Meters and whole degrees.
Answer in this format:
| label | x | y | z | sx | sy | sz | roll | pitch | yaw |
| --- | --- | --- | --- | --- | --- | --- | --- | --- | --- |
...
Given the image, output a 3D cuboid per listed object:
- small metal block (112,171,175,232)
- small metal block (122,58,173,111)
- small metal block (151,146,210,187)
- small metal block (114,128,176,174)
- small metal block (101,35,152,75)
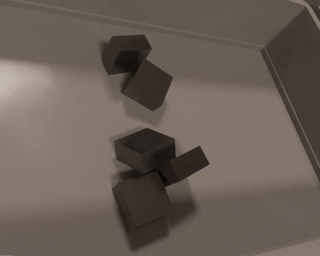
| label | x | y | z | sx | sy | sz | roll | pitch | yaw |
| --- | --- | --- | --- | --- | --- | --- | --- | --- | --- |
| small metal block | -0.019 | 0.081 | 0.347 | 0.050 | 0.025 | 0.050 | -12 | 68 | -33 |
| small metal block | -0.016 | -0.059 | 0.426 | 0.050 | 0.025 | 0.050 | 31 | 61 | -18 |
| small metal block | 0.022 | 0.048 | 0.372 | 0.050 | 0.050 | 0.025 | -22 | 82 | -36 |
| small metal block | -0.017 | 0.025 | 0.364 | 0.050 | 0.025 | 0.050 | -22 | 29 | -36 |
| small metal block | -0.047 | -0.101 | 0.427 | 0.050 | 0.050 | 0.025 | -15 | 70 | -34 |
